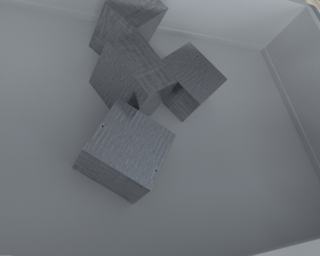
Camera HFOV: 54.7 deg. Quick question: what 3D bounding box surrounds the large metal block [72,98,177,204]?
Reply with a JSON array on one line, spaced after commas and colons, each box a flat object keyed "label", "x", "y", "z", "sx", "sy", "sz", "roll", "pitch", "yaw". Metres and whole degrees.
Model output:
[{"label": "large metal block", "x": -0.039, "y": 0.026, "z": 0.354, "sx": 0.080, "sy": 0.050, "sz": 0.080, "roll": 33, "pitch": 51, "yaw": -7}]

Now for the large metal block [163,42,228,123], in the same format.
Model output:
[{"label": "large metal block", "x": 0.038, "y": -0.068, "z": 0.454, "sx": 0.080, "sy": 0.050, "sz": 0.080, "roll": 46, "pitch": 51, "yaw": 3}]

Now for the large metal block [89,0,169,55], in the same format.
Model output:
[{"label": "large metal block", "x": -0.045, "y": -0.141, "z": 0.434, "sx": 0.050, "sy": 0.080, "sz": 0.080, "roll": 42, "pitch": 51, "yaw": 0}]

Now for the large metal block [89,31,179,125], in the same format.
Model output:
[{"label": "large metal block", "x": -0.036, "y": -0.058, "z": 0.388, "sx": 0.050, "sy": 0.080, "sz": 0.080, "roll": -31, "pitch": 79, "yaw": -38}]
